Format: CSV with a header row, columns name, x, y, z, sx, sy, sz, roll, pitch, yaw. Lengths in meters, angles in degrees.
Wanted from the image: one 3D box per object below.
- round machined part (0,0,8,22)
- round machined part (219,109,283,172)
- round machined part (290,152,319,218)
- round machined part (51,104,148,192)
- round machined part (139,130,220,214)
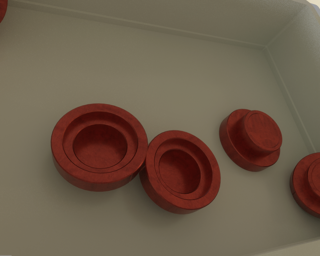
name,x,y,z,sx,sy,sz,roll,pitch,yaw
round machined part,-0.223,-0.154,0.342,0.099,0.097,0.042,3,31,-27
round machined part,0.142,0.012,0.463,0.099,0.042,0.098,14,56,-21
round machined part,0.244,0.080,0.448,0.098,0.042,0.098,-4,63,8
round machined part,-0.065,0.024,0.336,0.099,0.042,0.098,7,54,-10
round machined part,0.020,0.055,0.372,0.099,0.042,0.098,14,56,-21
